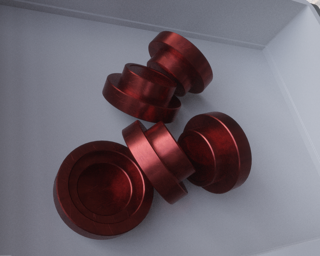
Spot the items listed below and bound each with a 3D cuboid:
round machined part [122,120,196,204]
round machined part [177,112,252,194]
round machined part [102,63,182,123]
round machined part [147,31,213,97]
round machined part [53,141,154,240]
[{"bbox_3d":[0.004,0.031,0.340,0.042,0.098,0.098,-34,79,1],"label":"round machined part"},{"bbox_3d":[0.056,0.031,0.370,0.042,0.097,0.098,-13,69,-34],"label":"round machined part"},{"bbox_3d":[-0.018,-0.048,0.385,0.099,0.042,0.098,20,22,-8],"label":"round machined part"},{"bbox_3d":[0.021,-0.081,0.426,0.098,0.098,0.042,41,77,0],"label":"round machined part"},{"bbox_3d":[-0.060,0.066,0.322,0.099,0.042,0.098,13,56,-21],"label":"round machined part"}]
